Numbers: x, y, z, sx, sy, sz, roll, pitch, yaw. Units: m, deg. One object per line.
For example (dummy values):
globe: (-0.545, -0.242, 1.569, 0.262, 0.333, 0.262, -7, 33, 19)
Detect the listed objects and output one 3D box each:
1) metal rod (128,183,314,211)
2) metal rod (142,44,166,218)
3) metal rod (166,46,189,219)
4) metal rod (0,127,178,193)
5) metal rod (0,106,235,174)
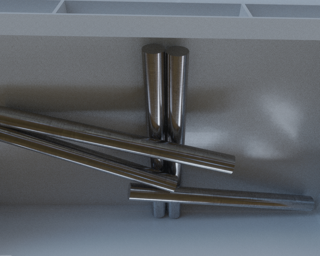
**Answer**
metal rod: (0.102, 0.108, 0.478, 0.302, 0.025, 0.025, 7, 130, -14)
metal rod: (-0.005, 0.028, 0.429, 0.025, 0.025, 0.298, -1, 130, 0)
metal rod: (0.021, 0.030, 0.431, 0.025, 0.025, 0.298, -1, 130, 0)
metal rod: (-0.121, 0.033, 0.417, 0.302, 0.025, 0.025, 18, 128, -9)
metal rod: (-0.055, 0.016, 0.394, 0.302, 0.025, 0.025, 12, 129, -2)
